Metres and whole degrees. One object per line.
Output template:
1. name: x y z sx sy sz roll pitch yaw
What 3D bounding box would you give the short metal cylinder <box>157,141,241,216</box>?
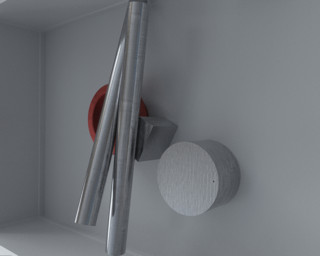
1. short metal cylinder: 0.044 0.054 0.353 0.080 0.050 0.079 0 90 39

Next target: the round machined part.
1. round machined part: -0.055 -0.012 0.438 0.098 0.042 0.097 0 90 39

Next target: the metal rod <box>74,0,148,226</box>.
1. metal rod: -0.057 -0.033 0.389 0.025 0.025 0.299 0 72 39

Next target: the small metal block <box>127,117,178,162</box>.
1. small metal block: -0.010 0.014 0.397 0.025 0.050 0.050 35 112 34

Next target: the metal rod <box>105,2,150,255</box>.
1. metal rod: -0.040 0.005 0.372 0.025 0.025 0.298 10 96 39
